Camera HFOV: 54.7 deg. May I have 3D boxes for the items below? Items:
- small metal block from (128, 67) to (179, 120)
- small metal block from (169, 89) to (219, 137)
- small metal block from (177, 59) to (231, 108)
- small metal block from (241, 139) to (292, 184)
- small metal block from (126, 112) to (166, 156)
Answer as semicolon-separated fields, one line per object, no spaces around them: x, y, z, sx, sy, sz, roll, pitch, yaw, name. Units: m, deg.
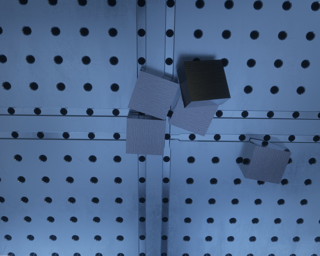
-0.009;-0.044;0.397;0.050;0.025;0.050;18;109;-7;small metal block
0.044;-0.023;0.406;0.050;0.025;0.050;20;109;-8;small metal block
0.052;-0.054;0.375;0.050;0.025;0.050;-7;78;-17;small metal block
0.147;0.047;0.433;0.050;0.025;0.050;11;110;-5;small metal block
-0.019;0.008;0.416;0.050;0.025;0.050;3;110;-2;small metal block
